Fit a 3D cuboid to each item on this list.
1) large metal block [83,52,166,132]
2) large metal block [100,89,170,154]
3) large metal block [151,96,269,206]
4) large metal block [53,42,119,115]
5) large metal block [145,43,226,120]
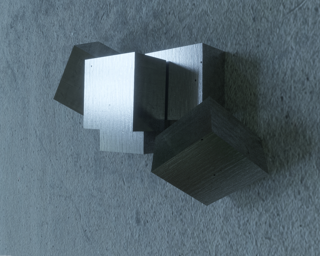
[{"bbox_3d":[-0.041,-0.038,0.354,0.080,0.050,0.079,3,92,39],"label":"large metal block"},{"bbox_3d":[-0.034,-0.009,0.414,0.080,0.050,0.079,0,90,39],"label":"large metal block"},{"bbox_3d":[0.050,0.027,0.320,0.080,0.080,0.050,-38,29,33],"label":"large metal block"},{"bbox_3d":[-0.095,-0.072,0.438,0.050,0.080,0.080,29,112,1],"label":"large metal block"},{"bbox_3d":[0.029,-0.049,0.365,0.080,0.050,0.079,0,90,39],"label":"large metal block"}]
